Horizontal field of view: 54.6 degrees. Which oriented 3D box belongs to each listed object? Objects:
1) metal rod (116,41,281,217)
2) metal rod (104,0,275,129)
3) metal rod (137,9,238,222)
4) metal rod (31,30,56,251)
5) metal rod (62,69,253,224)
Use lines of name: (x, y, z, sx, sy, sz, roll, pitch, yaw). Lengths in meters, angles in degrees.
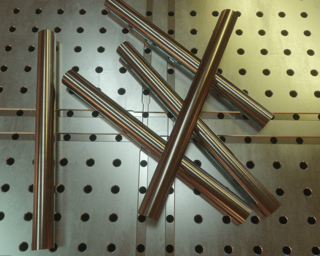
metal rod: (0.042, -0.009, 0.415, 0.025, 0.025, 0.300, -38, 74, -13)
metal rod: (0.034, -0.103, 0.449, 0.300, 0.025, 0.025, 40, 75, 13)
metal rod: (0.043, -0.030, 0.395, 0.025, 0.025, 0.300, 21, 71, 7)
metal rod: (-0.152, 0.001, 0.410, 0.025, 0.025, 0.299, -6, 70, -2)
metal rod: (-0.012, 0.017, 0.405, 0.300, 0.025, 0.025, 37, 74, 12)
